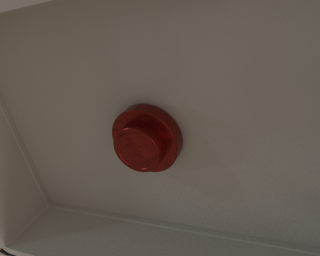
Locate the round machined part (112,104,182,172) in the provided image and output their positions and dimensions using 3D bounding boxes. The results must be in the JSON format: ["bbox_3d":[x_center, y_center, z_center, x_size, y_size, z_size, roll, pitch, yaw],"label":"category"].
[{"bbox_3d":[-0.023,0.020,0.416,0.098,0.042,0.097,13,124,20],"label":"round machined part"}]
